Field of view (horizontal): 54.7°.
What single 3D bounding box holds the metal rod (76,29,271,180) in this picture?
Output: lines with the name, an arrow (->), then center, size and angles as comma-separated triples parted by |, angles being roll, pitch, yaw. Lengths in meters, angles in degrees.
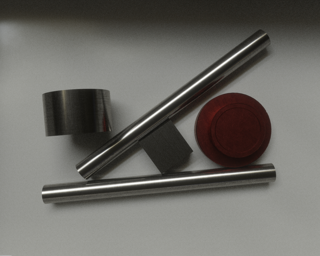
metal rod -> 0.018, -0.031, 0.410 | 0.301, 0.025, 0.025 | -36, 90, -1

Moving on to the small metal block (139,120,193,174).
small metal block -> 0.008, 0.024, 0.409 | 0.050, 0.025, 0.050 | -36, 90, 0

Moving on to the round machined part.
round machined part -> 0.096, 0.003, 0.401 | 0.099, 0.042, 0.097 | 0, 90, -1

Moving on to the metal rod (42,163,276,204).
metal rod -> -0.001, 0.073, 0.410 | 0.302, 0.025, 0.025 | -5, 90, -1

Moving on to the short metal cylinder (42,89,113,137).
short metal cylinder -> -0.100, -0.018, 0.382 | 0.081, 0.080, 0.050 | -5, 90, -1
